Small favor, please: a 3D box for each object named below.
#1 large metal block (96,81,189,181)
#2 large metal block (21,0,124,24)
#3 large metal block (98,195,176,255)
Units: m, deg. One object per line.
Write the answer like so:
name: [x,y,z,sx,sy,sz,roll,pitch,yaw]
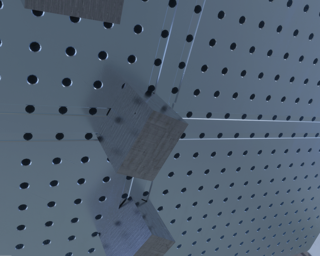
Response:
large metal block: [-0.024,0.003,0.365,0.050,0.080,0.080,20,107,-36]
large metal block: [-0.074,-0.142,0.268,0.081,0.050,0.079,0,119,-29]
large metal block: [-0.037,0.162,0.457,0.050,0.080,0.080,34,99,-39]
